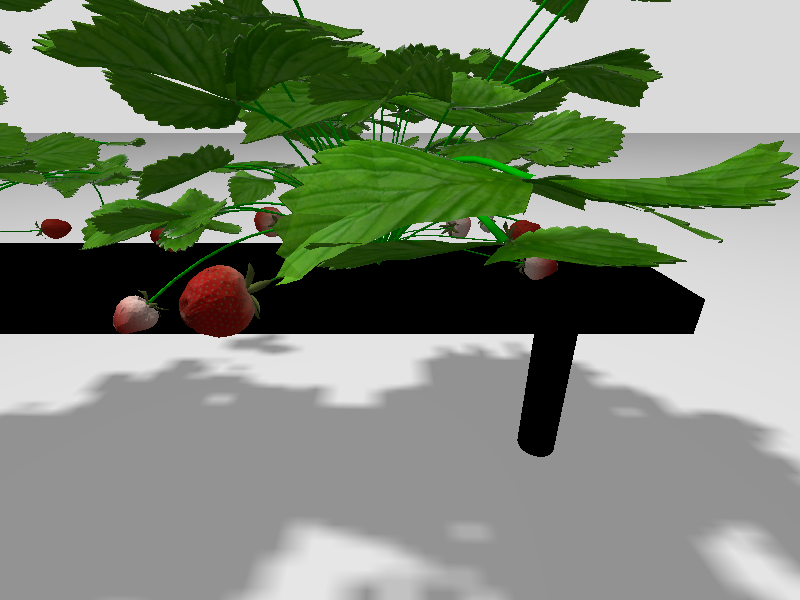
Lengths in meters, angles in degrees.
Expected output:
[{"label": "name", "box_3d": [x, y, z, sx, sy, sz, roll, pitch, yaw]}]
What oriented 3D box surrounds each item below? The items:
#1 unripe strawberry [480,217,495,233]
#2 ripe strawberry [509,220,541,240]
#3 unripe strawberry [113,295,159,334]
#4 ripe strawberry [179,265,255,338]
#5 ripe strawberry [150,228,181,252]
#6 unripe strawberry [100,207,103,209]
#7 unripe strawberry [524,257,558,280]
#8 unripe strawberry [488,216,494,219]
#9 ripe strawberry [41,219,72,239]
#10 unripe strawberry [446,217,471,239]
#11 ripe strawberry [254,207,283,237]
[{"label": "unripe strawberry", "box_3d": [0.103, -0.087, 0.470, 0.017, 0.018, 0.018, 24, -16, 42]}, {"label": "ripe strawberry", "box_3d": [0.119, -0.057, 0.376, 0.036, 0.037, 0.033, -2, 25, -6]}, {"label": "unripe strawberry", "box_3d": [-0.164, 0.010, 0.246, 0.026, 0.023, 0.023, 24, 60, 42]}, {"label": "ripe strawberry", "box_3d": [-0.110, 0.002, 0.239, 0.038, 0.043, 0.041, 16, 29, 31]}, {"label": "ripe strawberry", "box_3d": [-0.232, -0.065, 0.401, 0.035, 0.034, 0.032, 2, 24, 11]}, {"label": "unripe strawberry", "box_3d": [-0.405, -0.123, 0.548, 0.011, 0.010, 0.010, 8, 26, 16]}, {"label": "unripe strawberry", "box_3d": [0.117, -0.029, 0.331, 0.027, 0.026, 0.025, 7, 25, 13]}, {"label": "unripe strawberry", "box_3d": [0.111, -0.103, 0.499, 0.010, 0.011, 0.011, 20, 31, 37]}, {"label": "ripe strawberry", "box_3d": [-0.379, -0.079, 0.442, 0.026, 0.022, 0.026, -20, 31, -39]}, {"label": "unripe strawberry", "box_3d": [0.067, -0.084, 0.447, 0.029, 0.031, 0.032, 21, 31, 39]}, {"label": "ripe strawberry", "box_3d": [-0.150, -0.089, 0.454, 0.035, 0.035, 0.033, 17, 29, 34]}]
